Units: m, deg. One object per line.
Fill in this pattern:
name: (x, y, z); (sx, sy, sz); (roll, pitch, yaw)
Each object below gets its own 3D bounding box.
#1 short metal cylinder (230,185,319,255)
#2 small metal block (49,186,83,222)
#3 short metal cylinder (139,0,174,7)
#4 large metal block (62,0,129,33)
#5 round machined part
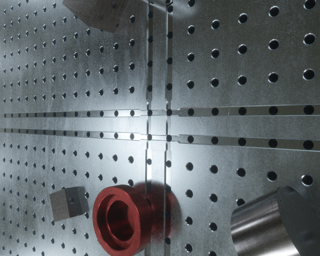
short metal cylinder: (0.111, 0.100, 0.282); (0.050, 0.081, 0.080); (-39, 67, 33)
small metal block: (-0.167, 0.135, 0.547); (0.050, 0.025, 0.050); (-24, 75, 37)
short metal cylinder: (-0.011, -0.205, 0.402); (0.080, 0.050, 0.079); (0, 90, 40)
large metal block: (-0.095, -0.204, 0.472); (0.080, 0.050, 0.080); (45, 117, 31)
round machined part: (-0.048, 0.129, 0.438); (0.098, 0.042, 0.097); (0, 90, 40)
